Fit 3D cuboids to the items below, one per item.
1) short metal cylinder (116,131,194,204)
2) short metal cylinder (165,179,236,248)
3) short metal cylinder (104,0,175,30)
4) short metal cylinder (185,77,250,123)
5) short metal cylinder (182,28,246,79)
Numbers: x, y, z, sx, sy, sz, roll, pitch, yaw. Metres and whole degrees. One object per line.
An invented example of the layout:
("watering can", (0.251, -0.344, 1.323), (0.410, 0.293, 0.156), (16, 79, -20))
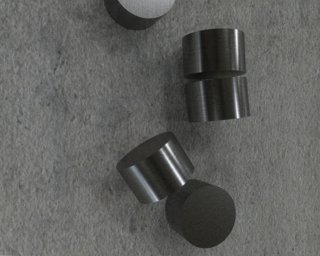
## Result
("short metal cylinder", (-0.006, 0.047, 0.379), (0.080, 0.080, 0.050), (-35, 102, -17))
("short metal cylinder", (0.054, 0.113, 0.417), (0.081, 0.050, 0.079), (0, 90, -21))
("short metal cylinder", (-0.026, -0.169, 0.387), (0.081, 0.050, 0.079), (0, 90, -21))
("short metal cylinder", (0.075, -0.036, 0.409), (0.081, 0.080, 0.050), (-7, 93, -20))
("short metal cylinder", (0.070, -0.094, 0.407), (0.081, 0.080, 0.050), (-3, 91, -20))
